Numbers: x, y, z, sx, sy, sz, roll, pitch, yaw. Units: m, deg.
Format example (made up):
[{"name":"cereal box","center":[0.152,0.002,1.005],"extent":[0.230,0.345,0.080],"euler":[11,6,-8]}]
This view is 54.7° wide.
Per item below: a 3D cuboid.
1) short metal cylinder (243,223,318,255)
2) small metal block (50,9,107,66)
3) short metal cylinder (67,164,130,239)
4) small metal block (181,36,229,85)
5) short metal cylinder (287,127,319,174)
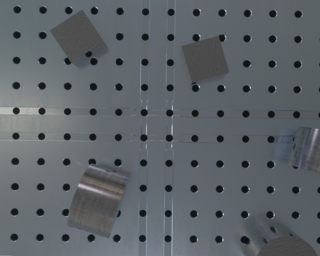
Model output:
[{"name":"short metal cylinder","center":[0.155,0.171,0.402],"extent":[0.081,0.050,0.079],"euler":[0,90,0]},{"name":"small metal block","center":[-0.107,-0.119,0.412],"extent":[0.050,0.025,0.050],"euler":[-33,90,0]},{"name":"short metal cylinder","center":[-0.074,0.090,0.385],"extent":[0.050,0.080,0.080],"euler":[18,90,0]},{"name":"small metal block","center":[0.059,-0.089,0.414],"extent":[0.050,0.025,0.050],"euler":[-16,90,0]},{"name":"short metal cylinder","center":[0.208,0.033,0.387],"extent":[0.080,0.080,0.050],"euler":[16,90,0]}]
